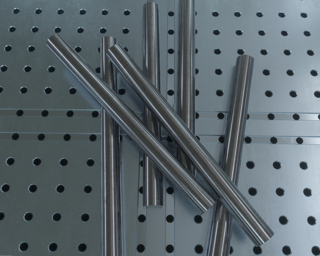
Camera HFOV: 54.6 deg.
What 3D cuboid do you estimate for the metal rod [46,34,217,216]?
[{"bbox_3d":[-0.045,-0.014,0.389,0.025,0.025,0.300,-40,75,-13],"label":"metal rod"}]

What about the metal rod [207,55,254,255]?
[{"bbox_3d":[0.092,0.039,0.398,0.025,0.025,0.299,12,70,4],"label":"metal rod"}]

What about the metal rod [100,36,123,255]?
[{"bbox_3d":[-0.065,0.012,0.406,0.025,0.025,0.299,-4,70,-1],"label":"metal rod"}]

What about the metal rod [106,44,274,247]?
[{"bbox_3d":[0.026,0.009,0.380,0.025,0.025,0.300,-35,74,-12],"label":"metal rod"}]

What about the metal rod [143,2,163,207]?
[{"bbox_3d":[-0.011,-0.045,0.428,0.025,0.025,0.299,-1,70,0],"label":"metal rod"}]

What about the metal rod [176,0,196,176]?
[{"bbox_3d":[0.038,-0.079,0.440,0.025,0.025,0.299,2,70,1],"label":"metal rod"}]
